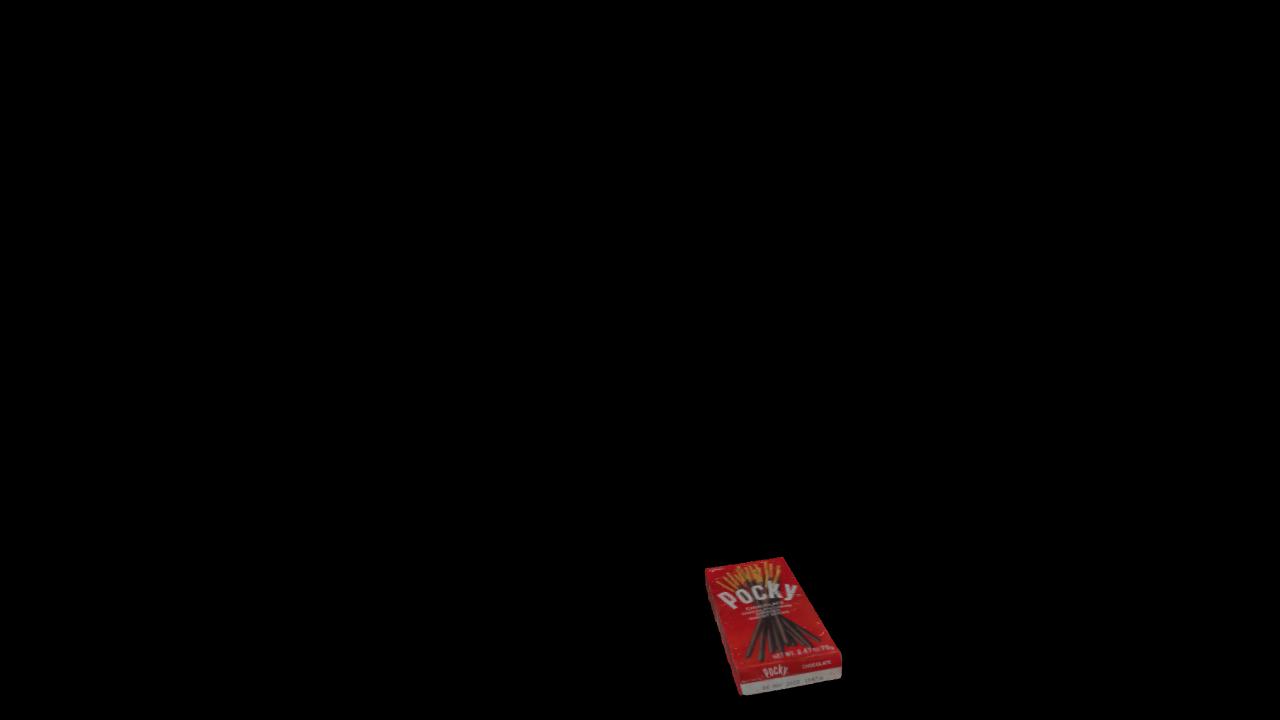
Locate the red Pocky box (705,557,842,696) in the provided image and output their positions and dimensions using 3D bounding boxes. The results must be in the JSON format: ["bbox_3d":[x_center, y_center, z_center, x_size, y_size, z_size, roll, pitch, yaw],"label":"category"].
[{"bbox_3d":[0.109,0.225,0.540,0.083,0.028,0.155,-10,10,-2],"label":"red Pocky box"}]
